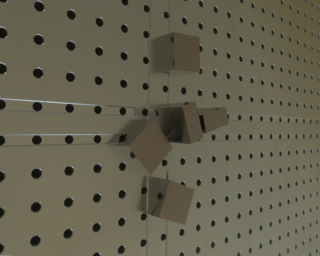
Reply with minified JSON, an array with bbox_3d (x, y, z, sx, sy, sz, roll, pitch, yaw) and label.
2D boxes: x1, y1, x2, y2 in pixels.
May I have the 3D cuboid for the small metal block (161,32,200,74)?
[{"bbox_3d":[0.030,-0.104,0.436,0.050,0.025,0.050,-4,93,-40],"label":"small metal block"}]

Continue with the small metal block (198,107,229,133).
[{"bbox_3d":[0.062,-0.012,0.447,0.050,0.050,0.025,-19,103,-39],"label":"small metal block"}]

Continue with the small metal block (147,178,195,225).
[{"bbox_3d":[0.016,0.101,0.425,0.050,0.025,0.050,28,72,-37],"label":"small metal block"}]

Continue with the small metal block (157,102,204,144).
[{"bbox_3d":[0.027,-0.007,0.417,0.025,0.050,0.050,-23,105,-38],"label":"small metal block"}]

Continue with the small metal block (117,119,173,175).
[{"bbox_3d":[-0.018,0.024,0.396,0.050,0.025,0.050,-49,120,-29],"label":"small metal block"}]
